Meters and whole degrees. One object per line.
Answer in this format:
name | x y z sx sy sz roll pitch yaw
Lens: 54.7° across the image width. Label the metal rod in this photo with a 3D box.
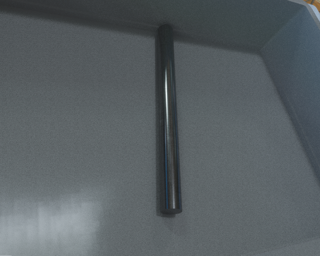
metal rod | 0.011 -0.032 0.432 0.025 0.025 0.299 13 56 -22
